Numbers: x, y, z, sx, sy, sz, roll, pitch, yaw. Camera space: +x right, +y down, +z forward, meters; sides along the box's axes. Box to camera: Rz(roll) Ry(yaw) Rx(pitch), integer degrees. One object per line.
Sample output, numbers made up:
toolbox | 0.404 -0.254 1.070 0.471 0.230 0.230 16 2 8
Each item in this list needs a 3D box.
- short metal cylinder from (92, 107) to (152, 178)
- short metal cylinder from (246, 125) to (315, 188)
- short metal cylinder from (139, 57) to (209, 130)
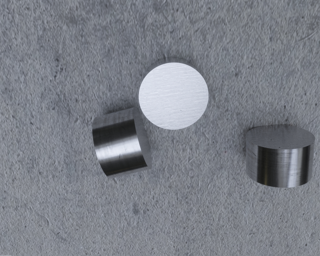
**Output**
short metal cylinder | -0.045 0.018 0.387 0.050 0.080 0.080 -14 110 5
short metal cylinder | 0.151 0.033 0.394 0.080 0.080 0.050 -5 110 2
short metal cylinder | 0.016 -0.044 0.380 0.081 0.050 0.079 0 110 0
